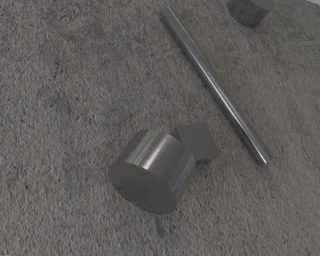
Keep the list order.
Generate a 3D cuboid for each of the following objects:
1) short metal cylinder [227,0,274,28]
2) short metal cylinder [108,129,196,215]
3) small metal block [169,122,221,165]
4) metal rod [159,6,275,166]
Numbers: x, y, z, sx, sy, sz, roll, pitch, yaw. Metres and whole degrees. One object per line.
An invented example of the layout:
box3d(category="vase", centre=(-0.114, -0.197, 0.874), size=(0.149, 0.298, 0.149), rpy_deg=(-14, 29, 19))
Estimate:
box3d(category="short metal cylinder", centre=(0.189, -0.257, 0.646), size=(0.081, 0.050, 0.080), rpy_deg=(14, 56, -21))
box3d(category="short metal cylinder", centre=(-0.008, 0.048, 0.335), size=(0.080, 0.080, 0.050), rpy_deg=(38, 51, -3))
box3d(category="small metal block", centre=(0.045, 0.023, 0.414), size=(0.050, 0.025, 0.050), rpy_deg=(-9, 66, -32))
box3d(category="metal rod", centre=(0.084, -0.075, 0.494), size=(0.025, 0.025, 0.299), rpy_deg=(-21, 73, -36))
